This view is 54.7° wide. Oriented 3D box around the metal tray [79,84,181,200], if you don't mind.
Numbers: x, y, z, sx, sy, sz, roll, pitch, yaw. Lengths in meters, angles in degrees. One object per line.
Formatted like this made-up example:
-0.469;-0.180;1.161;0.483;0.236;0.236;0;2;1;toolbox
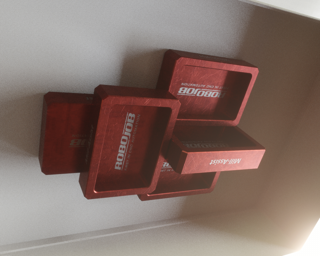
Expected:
-0.037;0.019;0.356;0.091;0.030;0.129;1;118;-29;metal tray

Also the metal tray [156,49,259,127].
0.059;-0.048;0.408;0.131;0.030;0.089;1;118;-29;metal tray

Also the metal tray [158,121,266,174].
0.061;0.019;0.411;0.131;0.090;0.030;1;118;-29;metal tray

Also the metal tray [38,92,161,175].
-0.070;0.007;0.368;0.131;0.030;0.089;0;118;-29;metal tray

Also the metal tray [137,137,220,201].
0.032;0.058;0.458;0.131;0.030;0.089;0;118;-29;metal tray
